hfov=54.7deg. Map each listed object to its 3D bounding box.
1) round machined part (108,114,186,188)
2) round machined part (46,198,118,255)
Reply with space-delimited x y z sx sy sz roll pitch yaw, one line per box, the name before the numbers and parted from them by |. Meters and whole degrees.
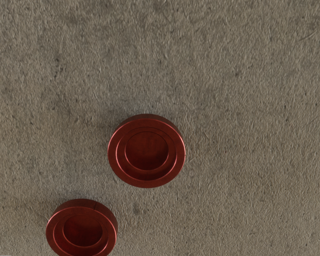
round machined part | -0.017 0.027 0.410 0.099 0.042 0.097 0 110 0
round machined part | -0.110 0.144 0.453 0.099 0.042 0.097 0 110 0
